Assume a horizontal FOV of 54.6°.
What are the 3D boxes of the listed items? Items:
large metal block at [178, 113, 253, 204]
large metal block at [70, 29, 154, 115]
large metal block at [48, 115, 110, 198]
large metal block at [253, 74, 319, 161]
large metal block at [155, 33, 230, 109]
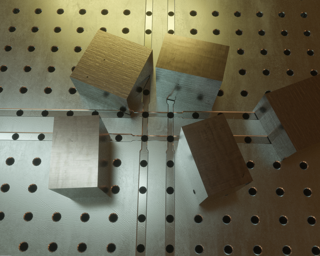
[{"bbox_3d":[0.060,0.040,0.368,0.050,0.080,0.080,-18,71,-6],"label":"large metal block"},{"bbox_3d":[-0.062,-0.076,0.426,0.080,0.050,0.080,22,72,8],"label":"large metal block"},{"bbox_3d":[-0.091,0.037,0.369,0.050,0.080,0.080,-2,70,-1],"label":"large metal block"},{"bbox_3d":[0.183,-0.013,0.404,0.080,0.050,0.080,-20,71,-7],"label":"large metal block"},{"bbox_3d":[0.040,-0.072,0.409,0.080,0.080,0.050,13,71,5],"label":"large metal block"}]
